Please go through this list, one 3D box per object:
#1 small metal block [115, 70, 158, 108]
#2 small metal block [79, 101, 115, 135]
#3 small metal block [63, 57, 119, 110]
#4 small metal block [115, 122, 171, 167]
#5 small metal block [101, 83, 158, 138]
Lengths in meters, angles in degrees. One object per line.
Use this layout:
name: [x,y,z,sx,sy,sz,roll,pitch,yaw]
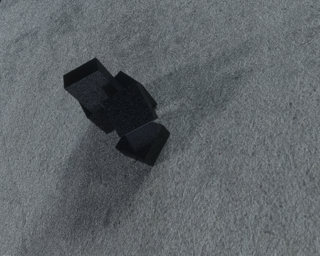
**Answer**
small metal block: [-0.037,-0.048,0.437,0.025,0.050,0.050,-49,52,-6]
small metal block: [-0.089,-0.025,0.450,0.025,0.050,0.050,-38,51,2]
small metal block: [-0.089,-0.057,0.405,0.050,0.050,0.025,-26,53,12]
small metal block: [-0.022,0.017,0.405,0.050,0.025,0.050,17,71,34]
small metal block: [-0.037,-0.022,0.389,0.050,0.025,0.050,-28,90,10]
